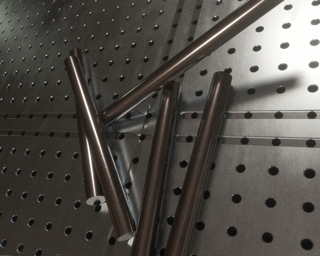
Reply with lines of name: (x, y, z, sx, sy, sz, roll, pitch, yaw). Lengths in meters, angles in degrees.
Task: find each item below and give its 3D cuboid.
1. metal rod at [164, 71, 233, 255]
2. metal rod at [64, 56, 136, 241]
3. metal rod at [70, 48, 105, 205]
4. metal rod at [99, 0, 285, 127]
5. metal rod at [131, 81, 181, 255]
metal rod: (0.039, 0.065, 0.347, 0.025, 0.025, 0.300, 4, 64, 30)
metal rod: (-0.090, 0.007, 0.429, 0.025, 0.025, 0.299, -30, 58, 8)
metal rod: (-0.117, -0.023, 0.481, 0.025, 0.025, 0.299, -26, 53, 11)
metal rod: (0.033, -0.087, 0.397, 0.299, 0.025, 0.025, -33, 50, 24)
metal rod: (-0.007, 0.071, 0.366, 0.025, 0.025, 0.299, -4, 60, 26)
